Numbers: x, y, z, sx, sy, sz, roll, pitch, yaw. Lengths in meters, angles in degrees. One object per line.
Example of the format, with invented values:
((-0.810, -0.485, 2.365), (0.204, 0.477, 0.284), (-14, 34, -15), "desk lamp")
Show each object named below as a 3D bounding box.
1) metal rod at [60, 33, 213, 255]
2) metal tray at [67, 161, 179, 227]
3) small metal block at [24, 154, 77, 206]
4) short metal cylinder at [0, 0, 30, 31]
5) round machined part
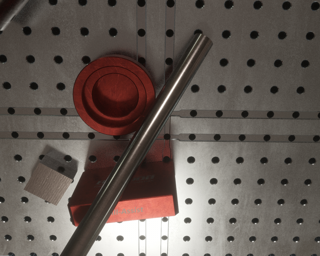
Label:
((-0.023, 0.020, 0.358), (0.025, 0.025, 0.299), (33, 83, -12), "metal rod")
((-0.044, 0.083, 0.408), (0.131, 0.090, 0.030), (-7, 110, 2), "metal tray")
((-0.154, 0.074, 0.439), (0.050, 0.025, 0.050), (31, 107, -11), "small metal block")
((-0.185, -0.150, 0.326), (0.080, 0.080, 0.050), (43, 104, -15), "short metal cylinder")
((-0.055, -0.043, 0.388), (0.099, 0.042, 0.097), (0, 110, -1), "round machined part")
